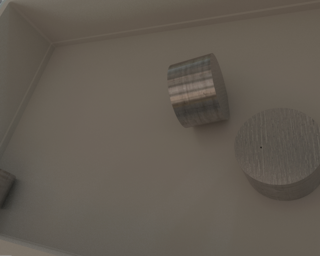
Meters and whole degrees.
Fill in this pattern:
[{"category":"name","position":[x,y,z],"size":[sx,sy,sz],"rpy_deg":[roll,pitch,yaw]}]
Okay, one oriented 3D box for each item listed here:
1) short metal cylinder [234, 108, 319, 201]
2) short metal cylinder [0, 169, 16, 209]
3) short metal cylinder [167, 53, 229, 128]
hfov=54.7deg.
[{"category":"short metal cylinder","position":[0.120,0.027,0.310],"size":[0.080,0.050,0.080],"rpy_deg":[-13,56,20]},{"category":"short metal cylinder","position":[-0.263,0.082,0.455],"size":[0.080,0.080,0.050],"rpy_deg":[3,64,29]},{"category":"short metal cylinder","position":[0.048,-0.044,0.371],"size":[0.050,0.080,0.080],"rpy_deg":[-12,57,21]}]
